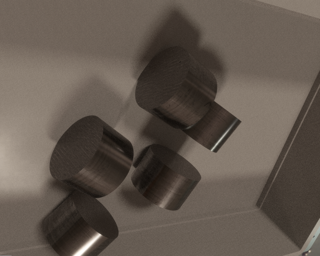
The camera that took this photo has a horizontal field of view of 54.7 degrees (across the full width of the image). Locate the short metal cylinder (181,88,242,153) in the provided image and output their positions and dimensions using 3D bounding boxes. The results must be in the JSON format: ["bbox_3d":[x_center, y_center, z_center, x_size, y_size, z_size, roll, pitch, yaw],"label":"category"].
[{"bbox_3d":[0.057,-0.013,0.398,0.080,0.080,0.050,29,102,-38],"label":"short metal cylinder"}]

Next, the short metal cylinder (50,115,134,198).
[{"bbox_3d":[-0.077,0.033,0.352,0.080,0.080,0.050,-45,130,3],"label":"short metal cylinder"}]

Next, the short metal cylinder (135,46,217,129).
[{"bbox_3d":[0.018,-0.046,0.356,0.050,0.080,0.080,32,100,-38],"label":"short metal cylinder"}]

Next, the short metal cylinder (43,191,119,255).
[{"bbox_3d":[-0.100,0.127,0.398,0.050,0.080,0.080,-44,130,2],"label":"short metal cylinder"}]

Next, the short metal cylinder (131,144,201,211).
[{"bbox_3d":[0.008,0.065,0.420,0.080,0.080,0.050,24,106,-37],"label":"short metal cylinder"}]
